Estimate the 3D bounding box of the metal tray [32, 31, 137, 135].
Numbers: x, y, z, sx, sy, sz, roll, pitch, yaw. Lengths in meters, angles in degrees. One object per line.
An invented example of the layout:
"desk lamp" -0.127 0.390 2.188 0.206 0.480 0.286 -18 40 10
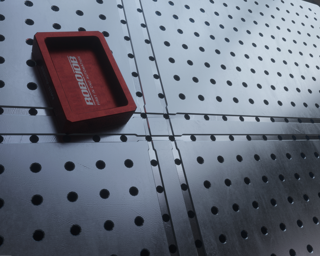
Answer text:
"metal tray" -0.096 -0.062 0.390 0.091 0.030 0.130 -14 69 -34
